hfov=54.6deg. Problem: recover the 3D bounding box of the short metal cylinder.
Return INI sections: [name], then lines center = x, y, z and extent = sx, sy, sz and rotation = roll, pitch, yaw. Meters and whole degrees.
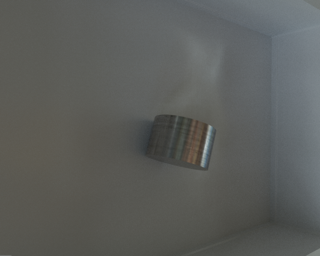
[short metal cylinder]
center = 0.026, 0.020, 0.392
extent = 0.080, 0.080, 0.050
rotation = 23, 76, -38
